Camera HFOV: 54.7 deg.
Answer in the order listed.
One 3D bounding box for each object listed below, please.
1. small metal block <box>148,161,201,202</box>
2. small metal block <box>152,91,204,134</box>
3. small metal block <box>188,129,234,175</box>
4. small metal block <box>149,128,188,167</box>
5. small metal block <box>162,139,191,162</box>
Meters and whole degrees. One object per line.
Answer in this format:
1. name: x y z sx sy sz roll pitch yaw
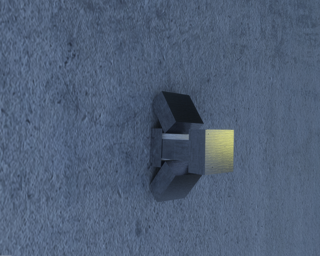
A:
1. small metal block: 0.021 0.070 0.410 0.050 0.025 0.050 3 129 -40
2. small metal block: 0.023 -0.020 0.412 0.050 0.025 0.050 3 52 -40
3. small metal block: 0.060 0.027 0.361 0.050 0.025 0.050 1 89 -40
4. small metal block: 0.013 0.026 0.420 0.050 0.025 0.050 3 88 -40
5. small metal block: 0.038 0.027 0.391 0.050 0.050 0.025 3 88 -40
